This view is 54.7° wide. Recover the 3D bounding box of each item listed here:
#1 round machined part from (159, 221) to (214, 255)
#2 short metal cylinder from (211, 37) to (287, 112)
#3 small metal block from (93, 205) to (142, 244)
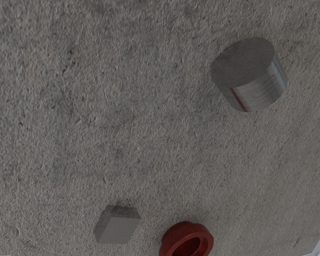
[{"bbox_3d":[0.042,0.204,0.546,0.099,0.042,0.097,-14,124,-21],"label":"round machined part"},{"bbox_3d":[0.112,-0.067,0.391,0.080,0.080,0.050,-44,129,2],"label":"short metal cylinder"},{"bbox_3d":[-0.064,0.145,0.462,0.050,0.025,0.050,16,110,-35],"label":"small metal block"}]
